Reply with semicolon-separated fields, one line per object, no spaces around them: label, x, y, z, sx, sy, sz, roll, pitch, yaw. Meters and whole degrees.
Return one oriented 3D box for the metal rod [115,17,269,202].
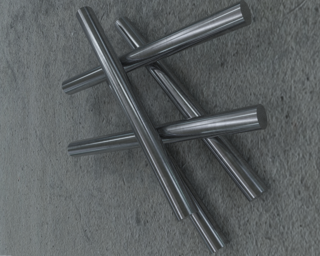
metal rod;0.024;-0.040;0.384;0.025;0.025;0.299;-50;61;28

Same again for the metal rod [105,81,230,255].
metal rod;-0.007;0.022;0.410;0.025;0.025;0.299;-48;62;29

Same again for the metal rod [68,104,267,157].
metal rod;-0.018;0.011;0.387;0.300;0.025;0.025;-11;83;39

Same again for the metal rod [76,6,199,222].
metal rod;-0.037;-0.033;0.370;0.025;0.025;0.299;-42;65;32

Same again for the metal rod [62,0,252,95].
metal rod;-0.030;-0.089;0.397;0.300;0.025;0.025;-12;83;39
